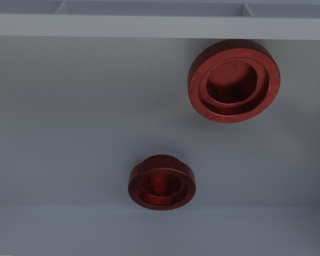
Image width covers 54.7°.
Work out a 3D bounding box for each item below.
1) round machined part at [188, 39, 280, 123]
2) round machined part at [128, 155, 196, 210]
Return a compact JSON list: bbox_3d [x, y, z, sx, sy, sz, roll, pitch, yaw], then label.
[{"bbox_3d":[0.080,-0.056,0.351,0.099,0.042,0.097,0,130,0],"label":"round machined part"},{"bbox_3d":[0.003,0.078,0.464,0.099,0.042,0.097,0,130,0],"label":"round machined part"}]
